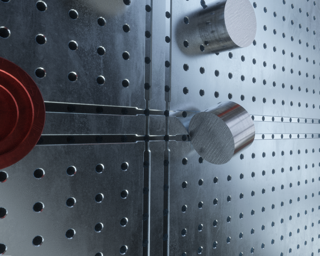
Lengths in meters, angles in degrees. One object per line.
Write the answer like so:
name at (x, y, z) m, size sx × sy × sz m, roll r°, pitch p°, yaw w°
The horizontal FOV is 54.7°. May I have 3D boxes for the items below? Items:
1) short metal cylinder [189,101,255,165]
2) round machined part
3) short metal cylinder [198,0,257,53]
short metal cylinder at (0.088, 0.006, 0.447) m, size 0.050 × 0.080 × 0.080 m, roll -26°, pitch 107°, yaw -37°
round machined part at (-0.156, -0.012, 0.267) m, size 0.099 × 0.042 × 0.097 m, roll 0°, pitch 90°, yaw -40°
short metal cylinder at (0.105, -0.161, 0.481) m, size 0.081 × 0.050 × 0.079 m, roll 0°, pitch 90°, yaw -40°
